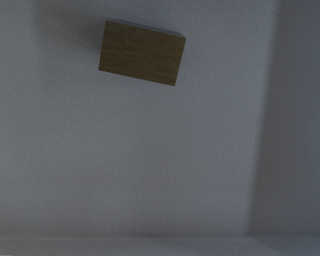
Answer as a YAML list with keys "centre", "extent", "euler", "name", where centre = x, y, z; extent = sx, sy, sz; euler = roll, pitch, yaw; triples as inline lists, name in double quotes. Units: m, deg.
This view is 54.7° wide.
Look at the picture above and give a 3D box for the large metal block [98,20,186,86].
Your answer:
- centre: [-0.019, -0.088, 0.349]
  extent: [0.081, 0.080, 0.050]
  euler: [12, 110, -4]
  name: "large metal block"
